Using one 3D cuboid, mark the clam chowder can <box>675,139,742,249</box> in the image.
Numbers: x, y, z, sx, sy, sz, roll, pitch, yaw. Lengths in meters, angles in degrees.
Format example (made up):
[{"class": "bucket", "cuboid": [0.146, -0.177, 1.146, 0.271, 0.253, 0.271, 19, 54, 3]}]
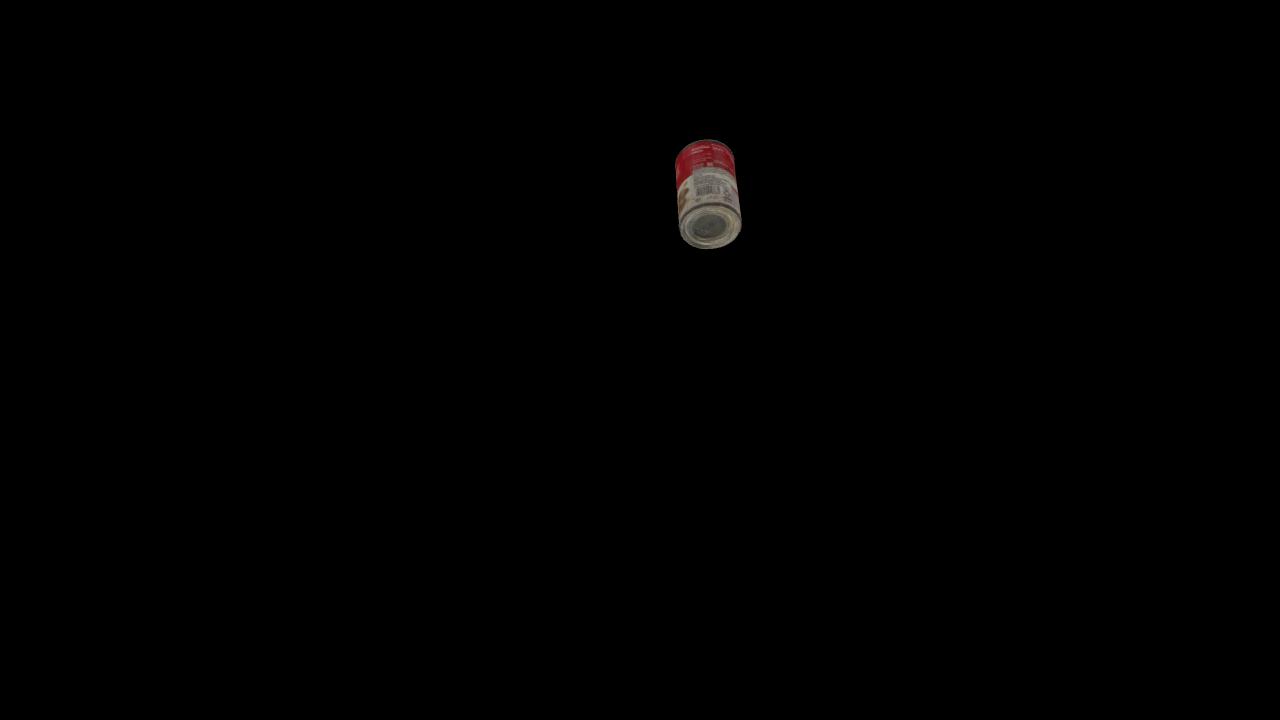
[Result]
[{"class": "clam chowder can", "cuboid": [0.074, -0.180, 0.671, 0.068, 0.102, 0.068, -1, -33, 0]}]
